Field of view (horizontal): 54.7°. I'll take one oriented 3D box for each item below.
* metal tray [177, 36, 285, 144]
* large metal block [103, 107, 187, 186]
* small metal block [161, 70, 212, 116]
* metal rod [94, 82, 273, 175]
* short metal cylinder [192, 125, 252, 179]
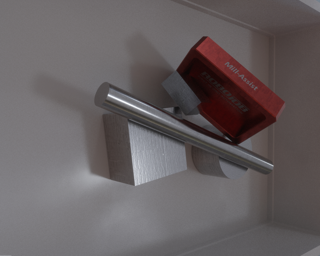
[{"bbox_3d":[0.080,-0.044,0.400,0.130,0.090,0.030,41,60,0],"label":"metal tray"},{"bbox_3d":[-0.017,0.018,0.377,0.081,0.050,0.079,-10,97,-40],"label":"large metal block"},{"bbox_3d":[0.035,-0.044,0.392,0.050,0.025,0.050,54,21,12],"label":"small metal block"},{"bbox_3d":[0.054,0.014,0.386,0.302,0.025,0.025,23,76,-38],"label":"metal rod"},{"bbox_3d":[0.095,0.035,0.471,0.081,0.050,0.079,0,90,-40],"label":"short metal cylinder"}]
